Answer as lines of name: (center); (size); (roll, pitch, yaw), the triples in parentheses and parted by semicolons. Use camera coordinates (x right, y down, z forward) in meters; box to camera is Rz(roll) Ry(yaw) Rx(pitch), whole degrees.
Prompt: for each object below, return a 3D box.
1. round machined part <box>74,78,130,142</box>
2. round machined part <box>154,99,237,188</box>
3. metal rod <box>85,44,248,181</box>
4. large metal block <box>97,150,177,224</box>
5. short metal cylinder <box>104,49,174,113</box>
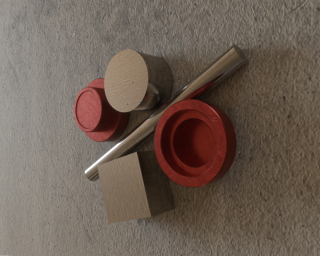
round machined part: (-0.095, -0.027, 0.473); (0.098, 0.042, 0.097); (0, 90, 40)
round machined part: (0.044, 0.017, 0.359); (0.098, 0.042, 0.097); (0, 90, 40)
metal rod: (-0.011, -0.003, 0.417); (0.299, 0.025, 0.025); (-38, 67, 33)
large metal block: (-0.033, 0.079, 0.418); (0.080, 0.050, 0.080); (-22, 76, 38)
short metal cylinder: (-0.029, -0.060, 0.413); (0.080, 0.050, 0.079); (0, 90, 40)
